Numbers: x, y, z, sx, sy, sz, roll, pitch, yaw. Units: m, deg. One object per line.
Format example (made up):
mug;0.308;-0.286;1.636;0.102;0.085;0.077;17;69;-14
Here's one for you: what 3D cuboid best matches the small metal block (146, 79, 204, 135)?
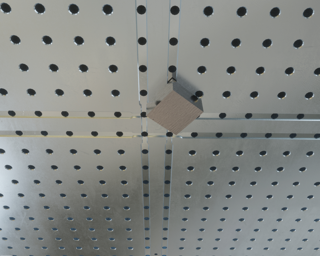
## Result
small metal block;0.018;-0.025;0.390;0.050;0.025;0.050;33;123;-25
